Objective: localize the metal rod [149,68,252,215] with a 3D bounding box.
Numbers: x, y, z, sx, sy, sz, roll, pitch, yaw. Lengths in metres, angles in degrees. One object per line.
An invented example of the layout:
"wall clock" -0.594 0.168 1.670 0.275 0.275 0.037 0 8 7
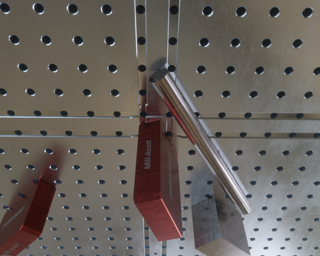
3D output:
"metal rod" 0.072 0.038 0.444 0.025 0.025 0.300 -23 127 18

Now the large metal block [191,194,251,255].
"large metal block" 0.101 0.172 0.523 0.050 0.080 0.080 -36 122 26

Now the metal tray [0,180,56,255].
"metal tray" -0.223 0.152 0.496 0.030 0.090 0.130 35 122 -26

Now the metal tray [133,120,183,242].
"metal tray" 0.000 0.063 0.397 0.030 0.130 0.090 -14 129 11
